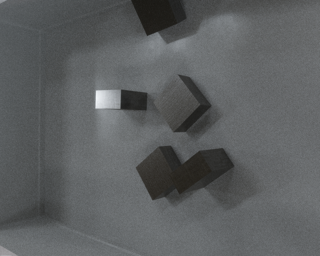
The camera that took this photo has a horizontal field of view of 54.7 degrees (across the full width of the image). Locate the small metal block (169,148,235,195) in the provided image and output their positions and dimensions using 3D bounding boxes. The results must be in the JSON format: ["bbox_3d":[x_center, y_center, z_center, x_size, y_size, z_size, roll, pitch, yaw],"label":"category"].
[{"bbox_3d":[0.047,0.048,0.350,0.050,0.050,0.025,-43,64,31],"label":"small metal block"}]

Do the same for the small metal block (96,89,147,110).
[{"bbox_3d":[-0.054,-0.038,0.433,0.050,0.050,0.025,4,92,39],"label":"small metal block"}]

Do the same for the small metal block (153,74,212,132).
[{"bbox_3d":[0.027,-0.030,0.383,0.050,0.025,0.050,-47,62,29],"label":"small metal block"}]

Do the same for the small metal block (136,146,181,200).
[{"bbox_3d":[0.002,0.058,0.403,0.050,0.025,0.050,-44,64,31],"label":"small metal block"}]

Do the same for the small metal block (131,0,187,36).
[{"bbox_3d":[-0.002,-0.151,0.392,0.050,0.025,0.050,-9,115,39],"label":"small metal block"}]
